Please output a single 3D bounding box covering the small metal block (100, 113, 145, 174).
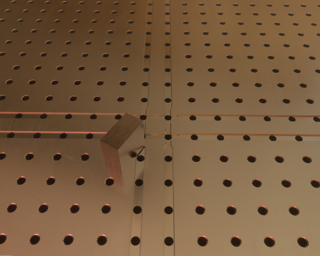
[{"bbox_3d":[-0.044,0.018,0.375,0.025,0.050,0.050,25,54,19],"label":"small metal block"}]
